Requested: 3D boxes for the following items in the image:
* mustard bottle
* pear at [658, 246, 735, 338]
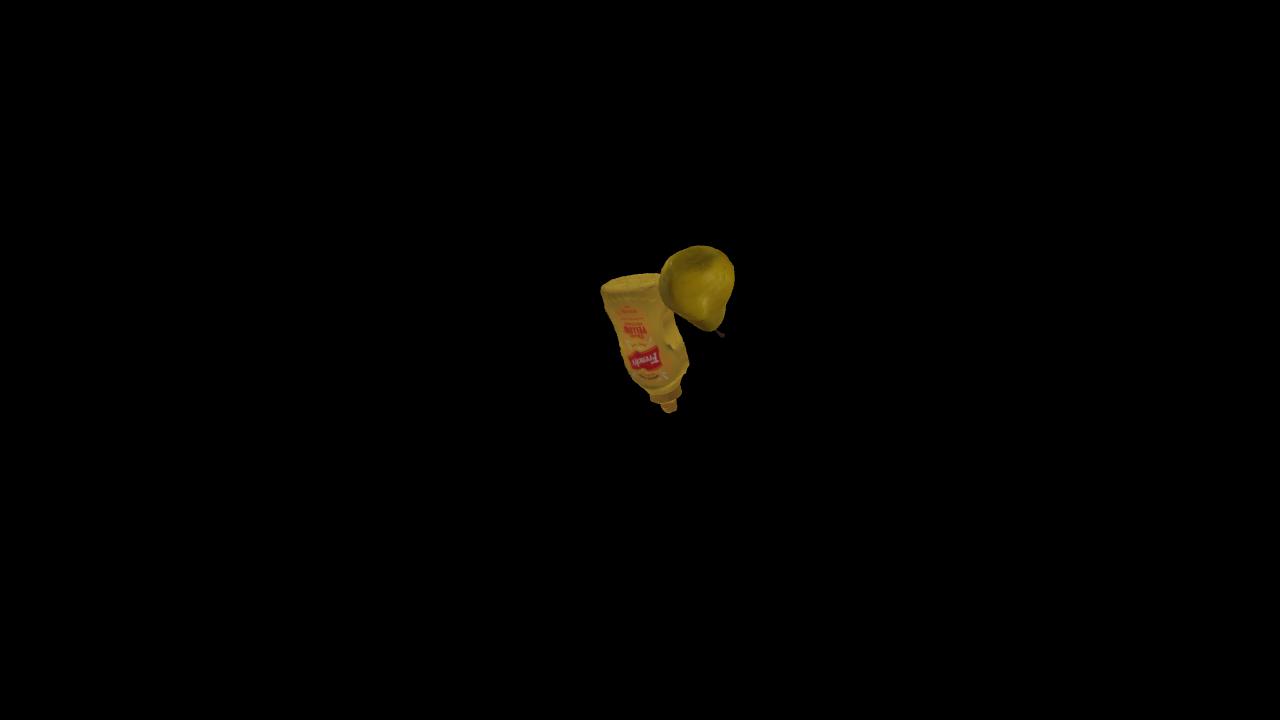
[{"bbox_3d":[0.016,-0.014,0.767,0.092,0.184,0.054,-2,27,31],"label":"mustard bottle"},{"bbox_3d":[0.063,-0.063,0.648,0.080,0.111,0.080,-8,39,6],"label":"pear"}]
